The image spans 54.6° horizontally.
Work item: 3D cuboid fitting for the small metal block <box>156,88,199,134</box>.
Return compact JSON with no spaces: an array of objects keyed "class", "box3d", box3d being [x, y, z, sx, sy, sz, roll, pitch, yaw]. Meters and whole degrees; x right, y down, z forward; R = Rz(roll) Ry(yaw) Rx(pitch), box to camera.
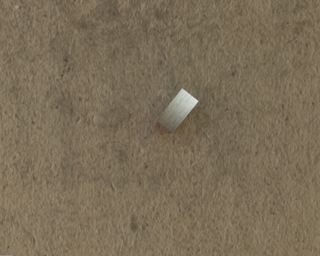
[{"class":"small metal block","box3d":[0.021,-0.021,0.398,0.025,0.050,0.050,38,90,0]}]
